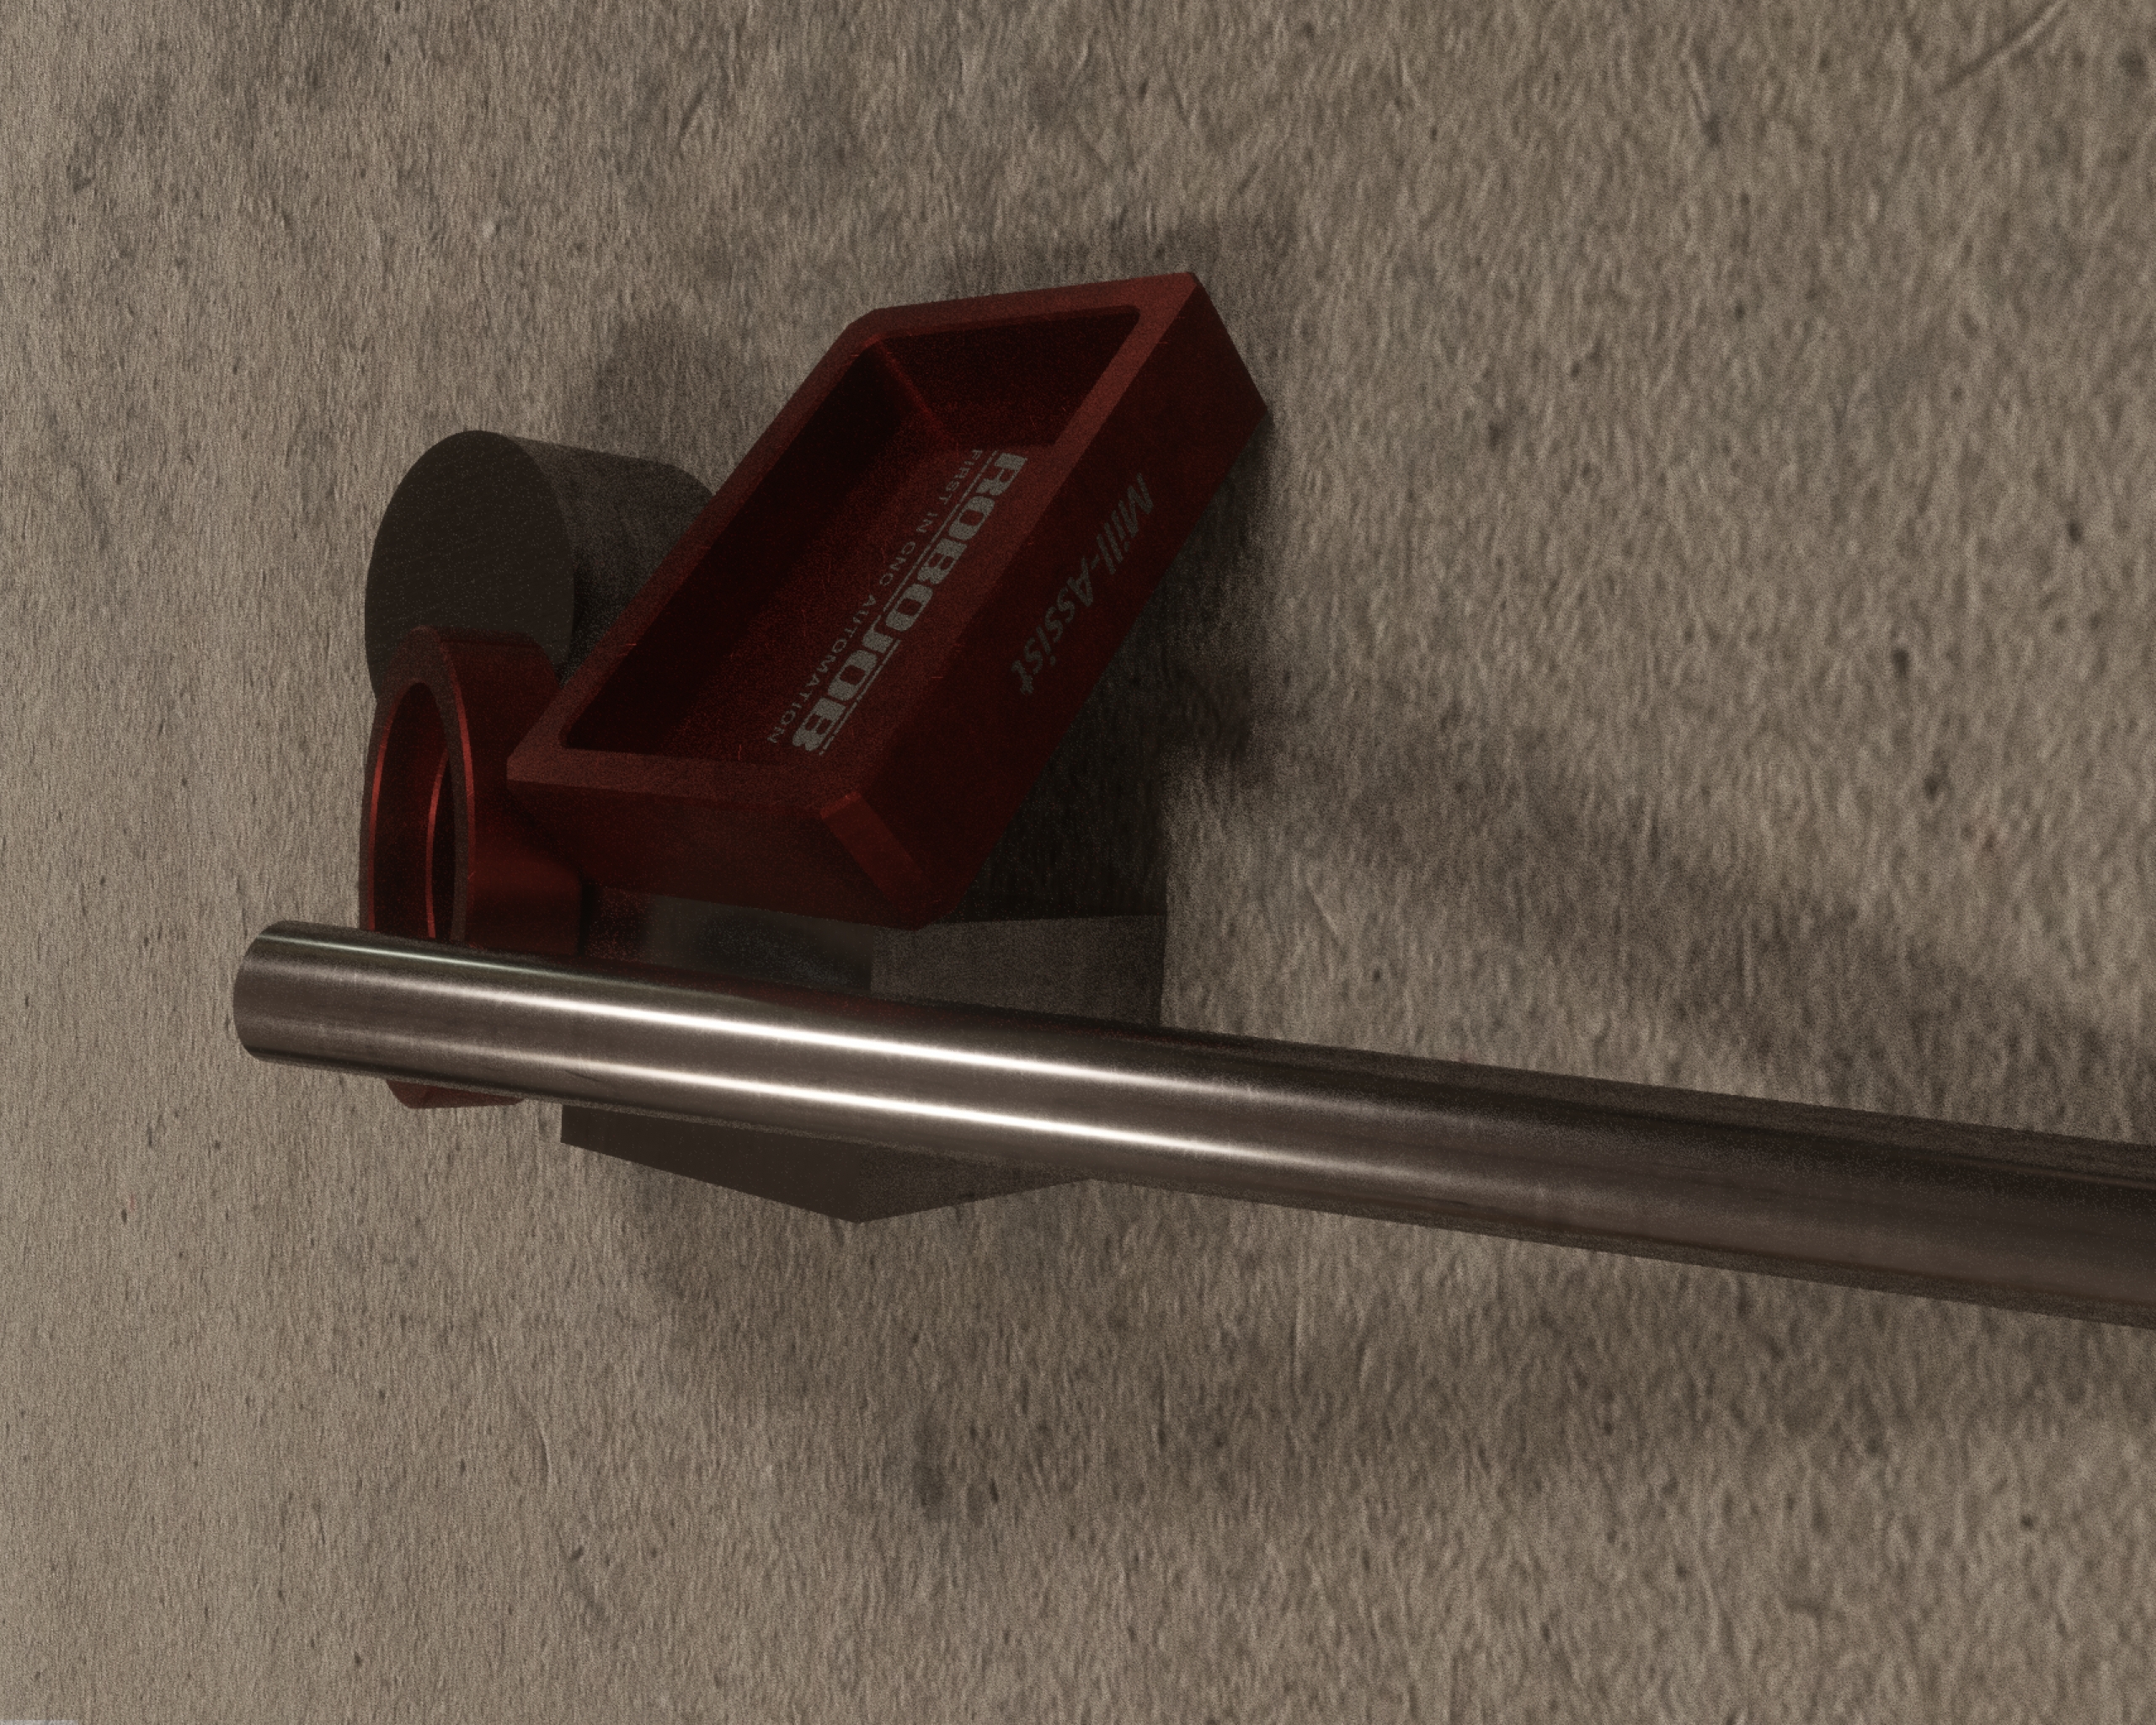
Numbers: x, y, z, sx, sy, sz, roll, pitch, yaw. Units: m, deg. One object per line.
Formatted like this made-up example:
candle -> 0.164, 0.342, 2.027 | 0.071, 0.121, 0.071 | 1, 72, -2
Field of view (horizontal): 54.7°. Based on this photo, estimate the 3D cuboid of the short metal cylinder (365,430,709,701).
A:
short metal cylinder -> -0.122, -0.057, 0.488 | 0.080, 0.050, 0.079 | 0, 90, 39

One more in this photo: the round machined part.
round machined part -> -0.117, 0.001, 0.431 | 0.098, 0.042, 0.097 | -3, 86, 60

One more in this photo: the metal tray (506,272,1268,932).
metal tray -> -0.033, -0.051, 0.379 | 0.090, 0.030, 0.130 | 6, 54, 39

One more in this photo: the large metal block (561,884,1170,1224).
large metal block -> -0.040, 0.032, 0.401 | 0.080, 0.081, 0.050 | 6, 94, 39

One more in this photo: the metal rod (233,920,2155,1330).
metal rod -> 0.006, 0.037, 0.323 | 0.301, 0.025, 0.025 | 6, 94, 15
